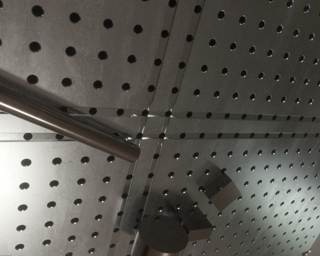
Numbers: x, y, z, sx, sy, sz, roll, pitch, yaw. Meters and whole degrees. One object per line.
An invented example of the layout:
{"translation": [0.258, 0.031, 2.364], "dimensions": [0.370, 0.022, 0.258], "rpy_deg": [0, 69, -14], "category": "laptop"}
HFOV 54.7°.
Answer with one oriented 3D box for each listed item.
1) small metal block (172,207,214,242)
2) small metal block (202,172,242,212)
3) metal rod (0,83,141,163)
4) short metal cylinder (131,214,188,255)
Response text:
{"translation": [0.055, 0.164, 0.529], "dimensions": [0.050, 0.050, 0.025], "rpy_deg": [4, 116, -31], "category": "small metal block"}
{"translation": [0.109, 0.113, 0.543], "dimensions": [0.050, 0.025, 0.050], "rpy_deg": [-40, 130, -2], "category": "small metal block"}
{"translation": [-0.140, -0.021, 0.322], "dimensions": [0.301, 0.025, 0.025], "rpy_deg": [28, 103, -38], "category": "metal rod"}
{"translation": [-0.001, 0.184, 0.492], "dimensions": [0.081, 0.080, 0.050], "rpy_deg": [1, 118, -29], "category": "short metal cylinder"}
